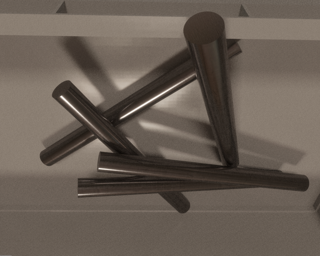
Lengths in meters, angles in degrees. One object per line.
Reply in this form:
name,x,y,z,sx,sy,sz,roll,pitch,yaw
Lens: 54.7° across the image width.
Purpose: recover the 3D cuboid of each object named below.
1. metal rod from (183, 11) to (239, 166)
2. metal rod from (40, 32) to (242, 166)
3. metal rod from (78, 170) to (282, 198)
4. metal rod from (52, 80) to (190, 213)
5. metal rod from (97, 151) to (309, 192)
metal rod,0.065,-0.006,0.322,0.025,0.025,0.300,-13,155,11
metal rod,-0.040,-0.024,0.387,0.300,0.025,0.025,-29,125,22
metal rod,0.040,0.077,0.437,0.302,0.025,0.025,0,131,-16
metal rod,-0.032,0.046,0.424,0.025,0.025,0.300,-23,134,18
metal rod,0.069,0.061,0.418,0.302,0.025,0.025,8,130,-16
